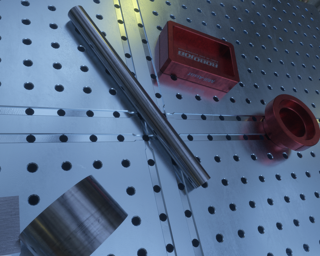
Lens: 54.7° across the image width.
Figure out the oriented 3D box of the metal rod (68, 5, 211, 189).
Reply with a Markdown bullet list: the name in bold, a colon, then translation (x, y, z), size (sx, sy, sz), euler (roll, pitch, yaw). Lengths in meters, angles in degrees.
- **metal rod**: translation (-0.033, -0.048, 0.420), size (0.025, 0.025, 0.299), euler (-29, 78, -38)

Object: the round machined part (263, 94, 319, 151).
- **round machined part**: translation (0.214, -0.005, 0.519), size (0.099, 0.042, 0.098), euler (14, 56, -21)

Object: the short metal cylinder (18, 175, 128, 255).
- **short metal cylinder**: translation (-0.076, 0.088, 0.279), size (0.050, 0.080, 0.080), euler (47, 51, 4)

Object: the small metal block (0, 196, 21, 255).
- **small metal block**: translation (-0.152, 0.090, 0.272), size (0.050, 0.025, 0.050), euler (0, 62, -29)

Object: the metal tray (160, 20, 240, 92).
- **metal tray**: translation (0.065, -0.118, 0.513), size (0.131, 0.030, 0.090), euler (13, 56, -21)
